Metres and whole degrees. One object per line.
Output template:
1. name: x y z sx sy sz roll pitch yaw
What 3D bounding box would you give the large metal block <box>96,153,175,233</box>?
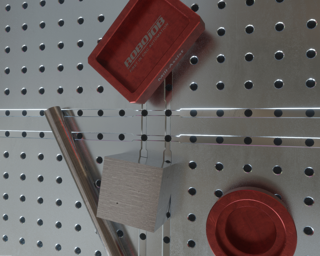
1. large metal block: -0.031 0.081 0.409 0.080 0.050 0.079 9 93 19

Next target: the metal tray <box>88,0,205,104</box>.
1. metal tray: -0.019 -0.106 0.389 0.090 0.030 0.130 43 103 14

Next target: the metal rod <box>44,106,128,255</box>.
1. metal rod: -0.096 0.105 0.445 0.025 0.025 0.299 -30 81 17

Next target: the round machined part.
1. round machined part: 0.107 0.118 0.366 0.098 0.042 0.097 0 90 19

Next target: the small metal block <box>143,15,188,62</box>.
1. small metal block: 0.007 -0.113 0.409 0.050 0.025 0.050 43 103 14
